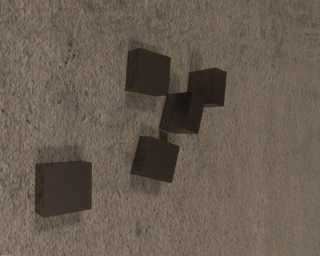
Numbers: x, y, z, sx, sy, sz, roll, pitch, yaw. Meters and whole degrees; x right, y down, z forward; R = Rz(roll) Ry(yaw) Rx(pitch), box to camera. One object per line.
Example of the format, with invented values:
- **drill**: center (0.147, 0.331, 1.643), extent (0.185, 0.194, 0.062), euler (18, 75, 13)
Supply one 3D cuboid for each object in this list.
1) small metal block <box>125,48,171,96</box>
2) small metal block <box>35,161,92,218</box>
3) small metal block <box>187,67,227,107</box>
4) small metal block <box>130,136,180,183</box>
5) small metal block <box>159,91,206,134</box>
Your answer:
- **small metal block**: center (-0.015, -0.069, 0.394), extent (0.050, 0.025, 0.050), euler (6, 86, -40)
- **small metal block**: center (-0.100, 0.061, 0.322), extent (0.050, 0.025, 0.050), euler (0, 90, -40)
- **small metal block**: center (0.066, -0.056, 0.446), extent (0.025, 0.050, 0.050), euler (10, 84, -40)
- **small metal block**: center (-0.005, 0.041, 0.402), extent (0.050, 0.025, 0.050), euler (21, 77, -38)
- **small metal block**: center (0.029, -0.020, 0.415), extent (0.025, 0.050, 0.050), euler (22, 77, -39)
